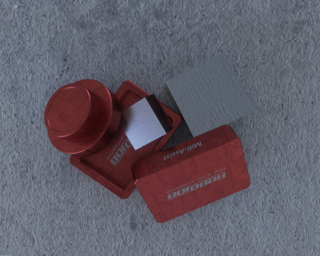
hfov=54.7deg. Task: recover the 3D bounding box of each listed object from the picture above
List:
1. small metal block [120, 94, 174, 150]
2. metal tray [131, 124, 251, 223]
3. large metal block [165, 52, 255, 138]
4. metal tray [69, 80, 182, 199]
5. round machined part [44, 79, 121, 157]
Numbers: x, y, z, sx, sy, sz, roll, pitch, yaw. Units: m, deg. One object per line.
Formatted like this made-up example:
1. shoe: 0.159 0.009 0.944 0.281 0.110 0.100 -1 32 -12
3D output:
1. small metal block: -0.019 -0.007 0.388 0.050 0.025 0.050 -29 93 28
2. metal tray: 0.041 0.060 0.386 0.131 0.030 0.090 -23 126 0
3. large metal block: 0.060 -0.039 0.399 0.080 0.050 0.080 -27 90 0
4. metal tray: -0.043 0.015 0.407 0.090 0.030 0.130 35 90 0
5. round machined part: -0.101 -0.016 0.381 0.098 0.042 0.098 -8 70 22
